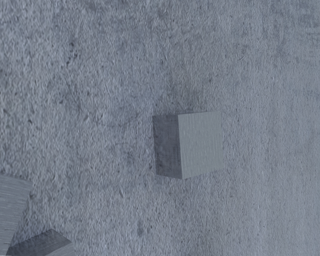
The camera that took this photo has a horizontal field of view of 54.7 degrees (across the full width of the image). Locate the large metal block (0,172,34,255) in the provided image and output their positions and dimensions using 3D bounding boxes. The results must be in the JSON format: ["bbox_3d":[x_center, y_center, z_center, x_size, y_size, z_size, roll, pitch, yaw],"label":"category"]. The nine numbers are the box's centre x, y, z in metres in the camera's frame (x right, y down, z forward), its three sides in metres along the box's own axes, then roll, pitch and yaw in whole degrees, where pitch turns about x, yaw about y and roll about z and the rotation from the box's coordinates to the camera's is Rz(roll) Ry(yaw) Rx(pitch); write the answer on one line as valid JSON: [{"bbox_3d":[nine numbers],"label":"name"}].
[{"bbox_3d":[-0.164,0.070,0.251,0.080,0.050,0.080,27,73,-37],"label":"large metal block"}]

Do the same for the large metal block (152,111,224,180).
[{"bbox_3d":[0.039,0.020,0.421,0.081,0.050,0.079,-7,95,-40],"label":"large metal block"}]

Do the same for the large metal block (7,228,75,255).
[{"bbox_3d":[-0.121,0.154,0.288,0.081,0.050,0.079,-17,101,-39],"label":"large metal block"}]
